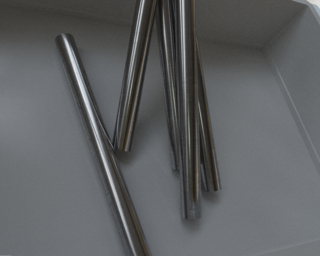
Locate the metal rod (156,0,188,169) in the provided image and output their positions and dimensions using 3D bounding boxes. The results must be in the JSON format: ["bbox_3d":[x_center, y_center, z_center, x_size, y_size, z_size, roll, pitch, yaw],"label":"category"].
[{"bbox_3d":[0.011,-0.098,0.389,0.025,0.025,0.298,-7,91,-31],"label":"metal rod"}]

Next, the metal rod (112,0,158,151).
[{"bbox_3d":[-0.020,-0.121,0.364,0.025,0.025,0.298,9,92,-24],"label":"metal rod"}]

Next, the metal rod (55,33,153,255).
[{"bbox_3d":[-0.071,0.014,0.358,0.025,0.025,0.299,-10,67,-33],"label":"metal rod"}]

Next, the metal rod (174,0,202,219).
[{"bbox_3d":[0.033,-0.045,0.370,0.025,0.025,0.298,0,88,-29],"label":"metal rod"}]

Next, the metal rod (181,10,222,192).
[{"bbox_3d":[0.043,-0.068,0.399,0.025,0.025,0.298,-8,89,-32],"label":"metal rod"}]
